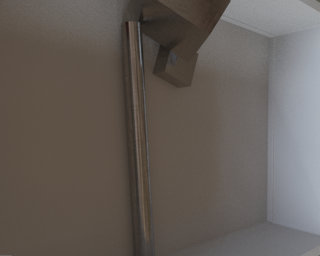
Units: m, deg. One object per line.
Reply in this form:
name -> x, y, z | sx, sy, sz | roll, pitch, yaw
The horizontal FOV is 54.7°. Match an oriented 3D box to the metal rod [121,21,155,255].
metal rod -> -0.027, 0.022, 0.385 | 0.025, 0.025, 0.298 | -6, 94, -40

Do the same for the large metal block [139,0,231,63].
large metal block -> 0.024, -0.134, 0.370 | 0.080, 0.080, 0.050 | 32, 76, -4

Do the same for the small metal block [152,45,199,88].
small metal block -> 0.022, -0.089, 0.427 | 0.050, 0.025, 0.050 | 23, 76, -38
